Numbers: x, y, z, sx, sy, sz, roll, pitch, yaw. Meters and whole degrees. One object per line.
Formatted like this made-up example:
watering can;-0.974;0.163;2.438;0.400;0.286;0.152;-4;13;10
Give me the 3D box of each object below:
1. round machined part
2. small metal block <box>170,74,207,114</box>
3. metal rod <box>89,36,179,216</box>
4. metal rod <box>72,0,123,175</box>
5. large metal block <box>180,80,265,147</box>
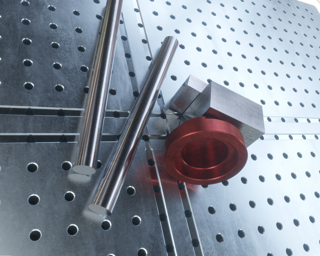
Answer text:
round machined part;0.054;0.024;0.380;0.099;0.097;0.042;20;40;-17
small metal block;0.050;-0.041;0.445;0.050;0.050;0.025;28;46;-11
metal rod;-0.022;-0.027;0.413;0.025;0.025;0.300;28;52;-11
metal rod;-0.077;-0.081;0.416;0.025;0.025;0.300;16;55;-20
large metal block;0.081;-0.005;0.418;0.080;0.080;0.050;24;46;-14
